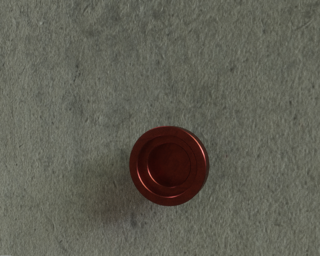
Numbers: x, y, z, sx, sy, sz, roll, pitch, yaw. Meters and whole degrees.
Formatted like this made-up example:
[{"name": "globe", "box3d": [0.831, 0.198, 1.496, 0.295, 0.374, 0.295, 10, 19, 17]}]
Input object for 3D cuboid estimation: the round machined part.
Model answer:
[{"name": "round machined part", "box3d": [0.014, 0.046, 0.394, 0.098, 0.042, 0.097, 0, 90, 19]}]
